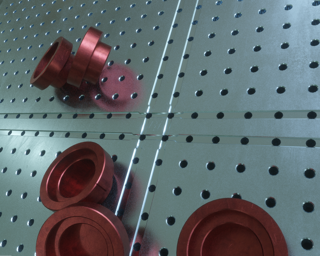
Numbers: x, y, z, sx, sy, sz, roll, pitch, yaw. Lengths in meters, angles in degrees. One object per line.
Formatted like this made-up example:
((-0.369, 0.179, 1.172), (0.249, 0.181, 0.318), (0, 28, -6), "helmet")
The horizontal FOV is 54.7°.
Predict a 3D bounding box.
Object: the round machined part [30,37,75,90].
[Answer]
((-0.180, -0.107, 0.541), (0.098, 0.042, 0.098), (-33, 39, 32), "round machined part")

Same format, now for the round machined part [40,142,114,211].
((-0.101, 0.069, 0.400), (0.098, 0.042, 0.098), (-17, 46, 19), "round machined part")

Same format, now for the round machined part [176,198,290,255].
((0.069, 0.119, 0.288), (0.098, 0.042, 0.098), (-13, 56, 20), "round machined part")

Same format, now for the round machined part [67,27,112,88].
((-0.110, -0.108, 0.497), (0.097, 0.042, 0.098), (-59, 15, 27), "round machined part")

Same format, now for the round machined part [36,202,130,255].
((-0.080, 0.130, 0.340), (0.098, 0.042, 0.097), (0, 89, 11), "round machined part")
